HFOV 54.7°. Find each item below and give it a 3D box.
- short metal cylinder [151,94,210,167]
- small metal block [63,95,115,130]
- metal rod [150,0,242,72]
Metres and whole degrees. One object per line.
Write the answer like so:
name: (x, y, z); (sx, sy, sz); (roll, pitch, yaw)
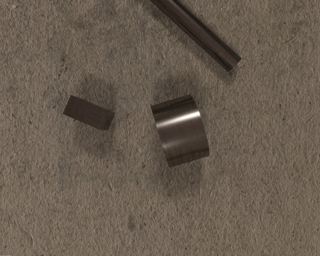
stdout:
short metal cylinder: (0.024, 0.004, 0.383); (0.050, 0.080, 0.080); (-17, 90, 0)
small metal block: (-0.089, -0.019, 0.396); (0.050, 0.050, 0.025); (23, 90, -1)
metal rod: (-0.011, -0.184, 0.409); (0.300, 0.025, 0.025); (42, 90, -1)
